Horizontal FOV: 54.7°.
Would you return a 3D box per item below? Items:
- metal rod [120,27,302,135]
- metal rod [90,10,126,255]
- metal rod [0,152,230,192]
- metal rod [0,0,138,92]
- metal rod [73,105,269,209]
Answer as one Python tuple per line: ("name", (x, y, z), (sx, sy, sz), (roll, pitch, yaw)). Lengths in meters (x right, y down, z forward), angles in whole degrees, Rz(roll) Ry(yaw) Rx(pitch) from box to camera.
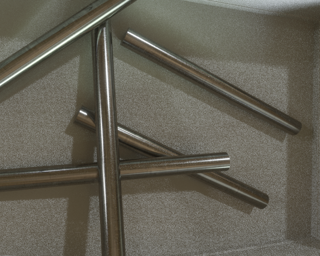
("metal rod", (0.085, -0.058, 0.443), (0.302, 0.025, 0.025), (24, 82, -19))
("metal rod", (-0.061, 0.001, 0.355), (0.025, 0.025, 0.298), (-1, 78, -20))
("metal rod", (-0.059, 0.052, 0.372), (0.302, 0.025, 0.025), (-3, 91, -14))
("metal rod", (-0.143, -0.077, 0.340), (0.301, 0.025, 0.025), (-38, 103, -10))
("metal rod", (0.028, 0.047, 0.422), (0.301, 0.025, 0.025), (27, 81, -19))
